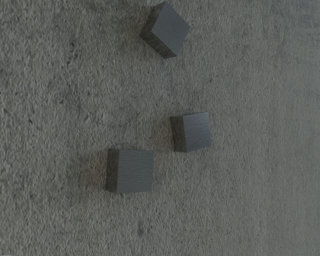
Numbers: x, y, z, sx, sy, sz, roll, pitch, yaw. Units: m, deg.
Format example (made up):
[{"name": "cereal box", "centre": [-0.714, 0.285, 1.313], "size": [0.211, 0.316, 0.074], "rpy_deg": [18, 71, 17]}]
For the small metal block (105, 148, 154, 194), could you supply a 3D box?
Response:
[{"name": "small metal block", "centre": [-0.036, 0.051, 0.374], "size": [0.050, 0.025, 0.050], "rpy_deg": [6, 86, -40]}]

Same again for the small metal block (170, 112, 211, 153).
[{"name": "small metal block", "centre": [0.045, 0.005, 0.442], "size": [0.050, 0.025, 0.050], "rpy_deg": [-12, 98, -39]}]

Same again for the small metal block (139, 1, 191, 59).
[{"name": "small metal block", "centre": [0.007, -0.128, 0.410], "size": [0.050, 0.025, 0.050], "rpy_deg": [36, 68, -34]}]
